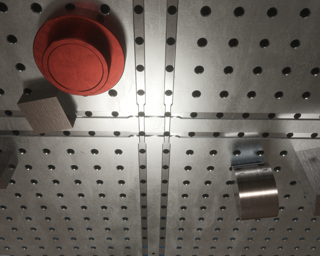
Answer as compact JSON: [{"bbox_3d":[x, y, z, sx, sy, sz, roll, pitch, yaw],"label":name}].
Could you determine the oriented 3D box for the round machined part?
[{"bbox_3d":[-0.087,-0.074,0.336,0.099,0.042,0.097,-1,130,0],"label":"round machined part"}]

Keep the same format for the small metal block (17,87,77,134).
[{"bbox_3d":[-0.141,-0.022,0.391,0.050,0.025,0.050,-10,130,7],"label":"small metal block"}]

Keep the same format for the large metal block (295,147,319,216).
[{"bbox_3d":[0.247,0.071,0.440,0.080,0.080,0.050,-11,129,9],"label":"large metal block"}]

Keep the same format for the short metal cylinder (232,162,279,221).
[{"bbox_3d":[0.138,0.093,0.457,0.050,0.080,0.080,-8,130,6],"label":"short metal cylinder"}]

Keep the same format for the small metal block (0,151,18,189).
[{"bbox_3d":[-0.239,0.059,0.442,0.050,0.050,0.025,2,130,-2],"label":"small metal block"}]
